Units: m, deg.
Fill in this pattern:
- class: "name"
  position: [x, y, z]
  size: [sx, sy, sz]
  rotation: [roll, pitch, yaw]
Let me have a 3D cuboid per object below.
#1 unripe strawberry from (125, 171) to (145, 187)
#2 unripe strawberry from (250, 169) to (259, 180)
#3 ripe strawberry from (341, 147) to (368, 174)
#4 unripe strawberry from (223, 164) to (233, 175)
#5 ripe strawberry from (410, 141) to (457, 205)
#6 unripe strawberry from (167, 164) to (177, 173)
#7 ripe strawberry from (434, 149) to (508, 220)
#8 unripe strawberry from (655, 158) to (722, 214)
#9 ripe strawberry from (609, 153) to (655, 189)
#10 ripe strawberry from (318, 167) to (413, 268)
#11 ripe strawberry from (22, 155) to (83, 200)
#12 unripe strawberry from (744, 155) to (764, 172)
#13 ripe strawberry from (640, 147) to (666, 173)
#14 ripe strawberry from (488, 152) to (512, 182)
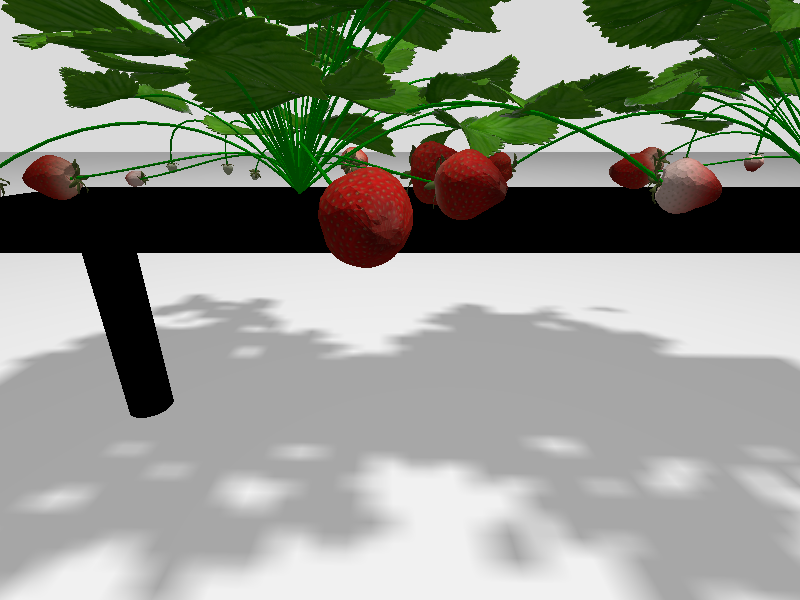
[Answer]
- class: "unripe strawberry"
  position: [-0.253, -0.116, 0.382]
  size: [0.017, 0.014, 0.017]
  rotation: [5, 22, 15]
- class: "unripe strawberry"
  position: [-0.163, -0.140, 0.449]
  size: [0.010, 0.011, 0.011]
  rotation: [-13, -15, -30]
- class: "ripe strawberry"
  position: [-0.055, -0.171, 0.496]
  size: [0.034, 0.036, 0.037]
  rotation: [4, 21, 9]
- class: "unripe strawberry"
  position: [-0.197, -0.149, 0.458]
  size: [0.011, 0.011, 0.011]
  rotation: [-17, 28, -37]
- class: "ripe strawberry"
  position: [0.026, -0.084, 0.267]
  size: [0.039, 0.041, 0.036]
  rotation: [14, 25, 30]
- class: "unripe strawberry"
  position: [-0.232, -0.134, 0.408]
  size: [0.010, 0.010, 0.009]
  rotation: [11, 24, 26]
- class: "ripe strawberry"
  position: [0.040, -0.063, 0.223]
  size: [0.040, 0.039, 0.037]
  rotation: [20, 29, 39]
- class: "unripe strawberry"
  position: [0.175, -0.068, 0.243]
  size: [0.034, 0.033, 0.031]
  rotation: [13, 25, 17]
- class: "ripe strawberry"
  position: [0.207, -0.116, 0.359]
  size: [0.035, 0.030, 0.035]
  rotation: [3, 22, 9]
- class: "ripe strawberry"
  position: [-0.010, -0.027, 0.135]
  size: [0.033, 0.034, 0.036]
  rotation: [-7, 23, -18]
- class: "ripe strawberry"
  position: [-0.264, -0.092, 0.303]
  size: [0.034, 0.033, 0.031]
  rotation: [-5, 22, -10]
- class: "unripe strawberry"
  position: [0.484, -0.187, 0.549]
  size: [0.022, 0.022, 0.019]
  rotation: [11, 24, 26]
- class: "ripe strawberry"
  position: [0.320, -0.178, 0.517]
  size: [0.034, 0.036, 0.037]
  rotation: [-5, 13, -12]
- class: "ripe strawberry"
  position: [0.096, -0.131, 0.400]
  size: [0.031, 0.031, 0.034]
  rotation: [2, 21, 15]
